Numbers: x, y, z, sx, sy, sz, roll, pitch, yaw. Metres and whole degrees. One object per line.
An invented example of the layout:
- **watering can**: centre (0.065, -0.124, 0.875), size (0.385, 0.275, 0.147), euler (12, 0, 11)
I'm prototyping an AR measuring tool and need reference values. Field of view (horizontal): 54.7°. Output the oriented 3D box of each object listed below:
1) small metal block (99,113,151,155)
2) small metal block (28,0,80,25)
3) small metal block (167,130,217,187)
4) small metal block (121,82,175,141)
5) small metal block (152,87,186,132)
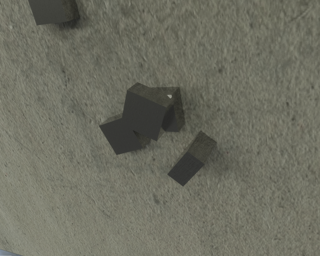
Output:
- **small metal block**: centre (-0.049, 0.006, 0.435), size (0.050, 0.025, 0.050), euler (-17, 110, 34)
- **small metal block**: centre (-0.132, -0.156, 0.378), size (0.050, 0.025, 0.050), euler (3, 120, 26)
- **small metal block**: centre (0.041, 0.038, 0.392), size (0.025, 0.050, 0.050), euler (37, 129, 3)
- **small metal block**: centre (-0.015, -0.019, 0.369), size (0.050, 0.025, 0.050), euler (25, 127, 12)
- **small metal block**: centre (0.001, -0.024, 0.391), size (0.050, 0.025, 0.050), euler (2, 120, 26)
